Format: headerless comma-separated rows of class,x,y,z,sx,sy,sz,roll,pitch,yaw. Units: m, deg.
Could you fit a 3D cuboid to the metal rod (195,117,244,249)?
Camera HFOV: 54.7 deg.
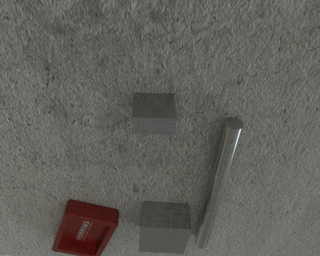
metal rod,0.088,0.107,0.499,0.025,0.025,0.298,2,130,-2

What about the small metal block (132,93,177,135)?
small metal block,-0.007,-0.018,0.375,0.050,0.050,0.025,1,130,-2

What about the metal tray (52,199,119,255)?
metal tray,-0.136,0.187,0.560,0.091,0.030,0.129,17,128,-15

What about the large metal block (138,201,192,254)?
large metal block,0.006,0.174,0.539,0.081,0.050,0.079,4,130,-5
